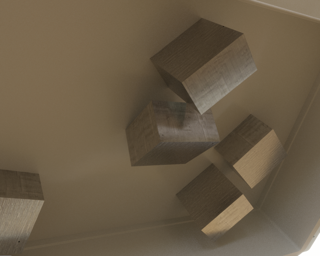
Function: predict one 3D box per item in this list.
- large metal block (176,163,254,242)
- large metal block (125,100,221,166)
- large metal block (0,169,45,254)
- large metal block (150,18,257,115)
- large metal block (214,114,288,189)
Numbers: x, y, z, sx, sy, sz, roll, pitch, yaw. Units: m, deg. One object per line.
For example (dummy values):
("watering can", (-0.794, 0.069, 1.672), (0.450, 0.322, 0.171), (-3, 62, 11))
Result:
("large metal block", (0.086, 0.117, 0.495), (0.080, 0.080, 0.050), (-41, 130, -1))
("large metal block", (0.013, 0.009, 0.382), (0.081, 0.050, 0.080), (1, 155, -29))
("large metal block", (-0.187, 0.094, 0.348), (0.081, 0.050, 0.080), (15, 111, -35))
("large metal block", (0.048, -0.073, 0.355), (0.080, 0.080, 0.050), (-39, 129, -3))
("large metal block", (0.148, 0.039, 0.500), (0.080, 0.050, 0.080), (-43, 130, 1))
